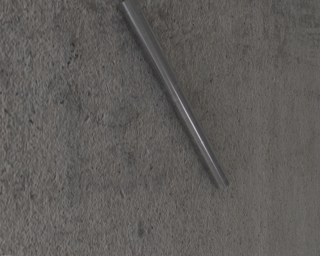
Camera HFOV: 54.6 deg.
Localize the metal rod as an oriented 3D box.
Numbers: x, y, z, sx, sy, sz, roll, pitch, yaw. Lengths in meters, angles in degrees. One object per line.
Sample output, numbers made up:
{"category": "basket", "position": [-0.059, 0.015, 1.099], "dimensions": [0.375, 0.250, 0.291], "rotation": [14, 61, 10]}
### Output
{"category": "metal rod", "position": [0.029, -0.033, 0.427], "dimensions": [0.025, 0.025, 0.299], "rotation": [-44, 117, -31]}
